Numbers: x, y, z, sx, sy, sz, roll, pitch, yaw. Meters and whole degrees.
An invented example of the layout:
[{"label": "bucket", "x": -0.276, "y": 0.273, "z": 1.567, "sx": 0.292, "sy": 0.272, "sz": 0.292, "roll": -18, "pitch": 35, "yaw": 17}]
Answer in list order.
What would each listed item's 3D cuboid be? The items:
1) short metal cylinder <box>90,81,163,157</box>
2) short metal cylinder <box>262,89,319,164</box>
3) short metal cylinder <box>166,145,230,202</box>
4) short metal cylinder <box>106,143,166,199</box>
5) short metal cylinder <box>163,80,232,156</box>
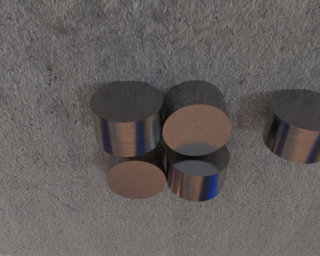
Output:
[{"label": "short metal cylinder", "x": -0.037, "y": -0.012, "z": 0.360, "sx": 0.081, "sy": 0.080, "sz": 0.050, "roll": 0, "pitch": 130, "yaw": -1}, {"label": "short metal cylinder", "x": 0.168, "y": -0.004, "z": 0.369, "sx": 0.080, "sy": 0.080, "sz": 0.050, "roll": -1, "pitch": 130, "yaw": 0}, {"label": "short metal cylinder", "x": 0.049, "y": 0.051, "z": 0.414, "sx": 0.081, "sy": 0.080, "sz": 0.050, "roll": 1, "pitch": 130, "yaw": -1}, {"label": "short metal cylinder", "x": -0.032, "y": 0.056, "z": 0.438, "sx": 0.081, "sy": 0.050, "sz": 0.079, "roll": 0, "pitch": 130, "yaw": 0}, {"label": "short metal cylinder", "x": 0.043, "y": -0.011, "z": 0.381, "sx": 0.081, "sy": 0.050, "sz": 0.079, "roll": 0, "pitch": 130, "yaw": 0}]
